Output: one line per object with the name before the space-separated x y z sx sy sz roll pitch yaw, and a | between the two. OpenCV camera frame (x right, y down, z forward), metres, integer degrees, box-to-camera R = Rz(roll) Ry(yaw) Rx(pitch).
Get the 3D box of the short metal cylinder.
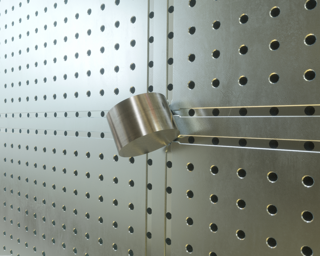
short metal cylinder | -0.021 -0.002 0.391 0.080 0.081 0.050 -35 68 35
